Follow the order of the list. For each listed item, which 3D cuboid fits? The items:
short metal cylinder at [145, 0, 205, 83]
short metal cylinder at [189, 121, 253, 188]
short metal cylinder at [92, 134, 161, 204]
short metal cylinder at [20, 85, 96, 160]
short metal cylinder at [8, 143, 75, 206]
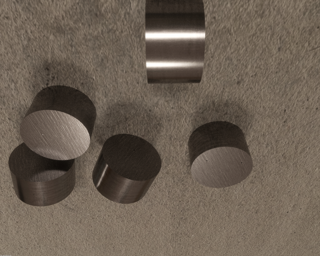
[{"bbox_3d":[0.013,-0.083,0.300,0.050,0.080,0.079,-1,130,0],"label":"short metal cylinder"},{"bbox_3d":[0.081,0.037,0.424,0.081,0.050,0.079,0,130,0],"label":"short metal cylinder"},{"bbox_3d":[-0.045,0.054,0.416,0.081,0.080,0.050,17,128,-15],"label":"short metal cylinder"},{"bbox_3d":[-0.123,-0.006,0.384,0.081,0.050,0.079,0,130,0],"label":"short metal cylinder"},{"bbox_3d":[-0.156,0.058,0.418,0.081,0.080,0.050,7,130,-6],"label":"short metal cylinder"}]
